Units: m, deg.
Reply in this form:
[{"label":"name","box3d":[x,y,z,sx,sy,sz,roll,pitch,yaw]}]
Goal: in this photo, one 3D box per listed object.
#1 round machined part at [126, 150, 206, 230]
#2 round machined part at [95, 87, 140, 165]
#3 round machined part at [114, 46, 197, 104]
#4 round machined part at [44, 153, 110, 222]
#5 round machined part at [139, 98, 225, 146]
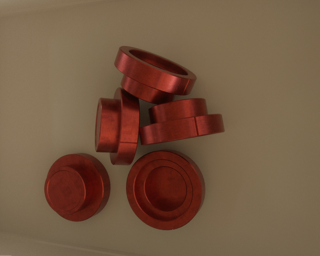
[{"label":"round machined part","box3d":[0.010,0.076,0.398,0.098,0.042,0.097,0,90,20]},{"label":"round machined part","box3d":[-0.057,-0.003,0.389,0.042,0.098,0.097,4,92,-17]},{"label":"round machined part","box3d":[-0.009,-0.060,0.376,0.098,0.098,0.042,29,111,17]},{"label":"round machined part","box3d":[-0.125,0.086,0.446,0.098,0.042,0.097,0,90,20]},{"label":"round machined part","box3d":[0.023,-0.008,0.363,0.098,0.098,0.042,-11,87,19]}]
